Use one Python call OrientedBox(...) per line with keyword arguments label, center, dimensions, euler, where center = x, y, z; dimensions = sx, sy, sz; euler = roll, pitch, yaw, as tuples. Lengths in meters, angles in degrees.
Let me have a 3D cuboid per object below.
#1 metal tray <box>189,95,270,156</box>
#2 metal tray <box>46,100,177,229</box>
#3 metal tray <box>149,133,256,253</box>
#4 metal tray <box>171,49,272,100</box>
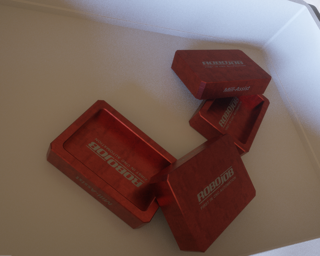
OrientedBox(label="metal tray", center=(0.111, -0.025, 0.479), dimensions=(0.090, 0.030, 0.131), euler=(39, 51, -2))
OrientedBox(label="metal tray", center=(-0.048, 0.039, 0.353), dimensions=(0.130, 0.030, 0.090), euler=(39, 51, -2))
OrientedBox(label="metal tray", center=(0.057, 0.071, 0.367), dimensions=(0.131, 0.030, 0.090), euler=(-27, 94, -44))
OrientedBox(label="metal tray", center=(0.095, -0.087, 0.482), dimensions=(0.131, 0.030, 0.090), euler=(-8, 45, -26))
